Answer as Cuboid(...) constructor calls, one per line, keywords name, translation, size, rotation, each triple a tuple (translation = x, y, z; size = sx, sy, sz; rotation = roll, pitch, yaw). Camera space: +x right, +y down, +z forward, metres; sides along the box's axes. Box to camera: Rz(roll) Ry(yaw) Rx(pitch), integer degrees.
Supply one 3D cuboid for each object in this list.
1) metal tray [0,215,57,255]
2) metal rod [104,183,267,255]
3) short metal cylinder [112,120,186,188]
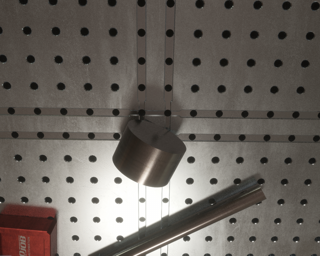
Cuboid(name="metal tray", translation=(-0.211, 0.201, 0.481), size=(0.091, 0.030, 0.129), rotation=(6, 110, -3))
Cuboid(name="metal rod", translation=(0.017, 0.161, 0.473), size=(0.301, 0.025, 0.025), rotation=(-28, 108, 9))
Cuboid(name="short metal cylinder", translation=(-0.014, 0.031, 0.395), size=(0.080, 0.080, 0.050), rotation=(23, 108, -9))
